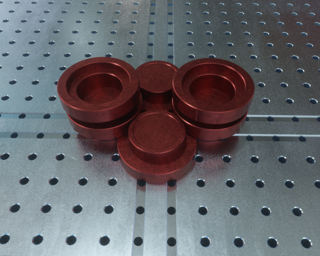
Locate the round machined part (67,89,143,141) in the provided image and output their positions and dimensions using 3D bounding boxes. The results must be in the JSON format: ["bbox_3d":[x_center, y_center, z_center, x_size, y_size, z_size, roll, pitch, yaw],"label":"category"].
[{"bbox_3d":[-0.072,-0.022,0.414,0.099,0.042,0.098,0,50,0],"label":"round machined part"}]

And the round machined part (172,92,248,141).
[{"bbox_3d":[0.065,-0.022,0.414,0.099,0.042,0.098,0,50,0],"label":"round machined part"}]

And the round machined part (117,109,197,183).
[{"bbox_3d":[-0.004,0.015,0.383,0.099,0.042,0.098,0,50,0],"label":"round machined part"}]

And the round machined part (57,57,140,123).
[{"bbox_3d":[-0.074,-0.043,0.390,0.099,0.042,0.098,0,50,0],"label":"round machined part"}]

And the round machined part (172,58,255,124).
[{"bbox_3d":[0.064,-0.041,0.389,0.099,0.042,0.098,0,50,0],"label":"round machined part"}]

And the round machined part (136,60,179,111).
[{"bbox_3d":[-0.003,-0.060,0.447,0.099,0.042,0.098,0,50,0],"label":"round machined part"}]
